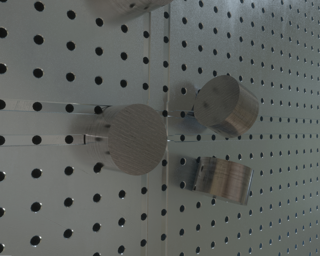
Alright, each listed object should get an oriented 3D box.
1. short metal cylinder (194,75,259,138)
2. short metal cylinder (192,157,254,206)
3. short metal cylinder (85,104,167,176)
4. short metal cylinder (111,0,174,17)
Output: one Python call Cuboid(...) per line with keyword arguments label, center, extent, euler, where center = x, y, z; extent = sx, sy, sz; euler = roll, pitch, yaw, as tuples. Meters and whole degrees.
Cuboid(label="short metal cylinder", center=(0.097, -0.031, 0.457), extent=(0.050, 0.080, 0.080), euler=(27, 73, -37))
Cuboid(label="short metal cylinder", center=(0.092, 0.078, 0.454), extent=(0.080, 0.080, 0.050), euler=(26, 74, -37))
Cuboid(label="short metal cylinder", center=(-0.039, 0.013, 0.362), extent=(0.081, 0.050, 0.079), euler=(0, 90, -40))
Cuboid(label="short metal cylinder", center=(-0.022, -0.183, 0.376), extent=(0.081, 0.050, 0.079), euler=(0, 90, -40))
